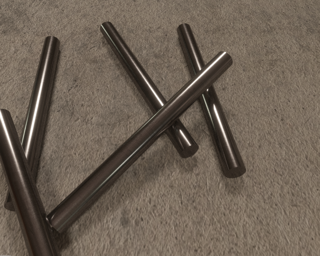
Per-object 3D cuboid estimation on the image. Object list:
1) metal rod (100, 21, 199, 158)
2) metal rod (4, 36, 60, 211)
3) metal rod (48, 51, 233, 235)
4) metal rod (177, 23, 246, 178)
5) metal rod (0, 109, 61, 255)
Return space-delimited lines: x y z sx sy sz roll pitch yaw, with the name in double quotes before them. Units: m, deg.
"metal rod" -0.029 -0.075 0.465 0.025 0.025 0.300 -20 53 -17
"metal rod" -0.167 -0.030 0.426 0.025 0.025 0.300 -4 50 -4
"metal rod" -0.010 0.003 0.373 0.025 0.025 0.301 35 66 25
"metal rod" 0.065 -0.062 0.455 0.025 0.025 0.300 -7 50 -6
"metal rod" -0.118 0.098 0.296 0.025 0.025 0.299 -23 61 -18
